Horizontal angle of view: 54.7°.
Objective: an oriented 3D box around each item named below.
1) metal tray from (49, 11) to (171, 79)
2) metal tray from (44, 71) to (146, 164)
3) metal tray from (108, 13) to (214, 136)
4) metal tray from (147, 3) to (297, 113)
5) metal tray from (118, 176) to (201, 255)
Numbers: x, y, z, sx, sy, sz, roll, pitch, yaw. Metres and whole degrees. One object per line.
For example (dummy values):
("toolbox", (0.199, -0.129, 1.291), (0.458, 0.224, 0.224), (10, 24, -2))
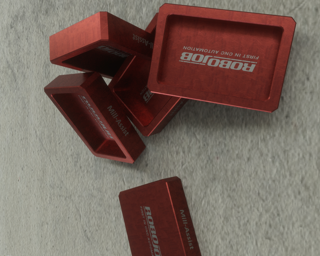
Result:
("metal tray", (-0.051, -0.089, 0.372), (0.090, 0.131, 0.030), (-9, 81, 35))
("metal tray", (-0.085, -0.011, 0.415), (0.090, 0.030, 0.130), (4, 135, 41))
("metal tray", (-0.002, -0.064, 0.388), (0.090, 0.030, 0.129), (49, 120, 15))
("metal tray", (0.059, -0.071, 0.315), (0.131, 0.030, 0.089), (11, 98, 12))
("metal tray", (0.000, 0.136, 0.400), (0.090, 0.030, 0.129), (-24, 75, 37))
